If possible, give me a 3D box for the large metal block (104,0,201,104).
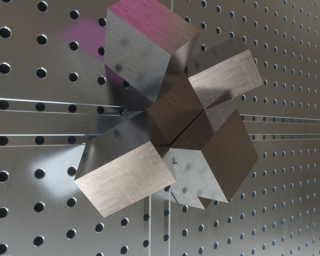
[{"bbox_3d":[-0.013,-0.087,0.341,0.080,0.080,0.050,39,59,10],"label":"large metal block"}]

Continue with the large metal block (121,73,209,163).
[{"bbox_3d":[0.011,-0.013,0.401,0.080,0.050,0.080,-46,117,-30],"label":"large metal block"}]

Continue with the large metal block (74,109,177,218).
[{"bbox_3d":[-0.034,0.033,0.324,0.080,0.080,0.050,-28,113,8],"label":"large metal block"}]

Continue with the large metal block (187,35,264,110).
[{"bbox_3d":[0.085,-0.078,0.422,0.050,0.080,0.080,59,17,-23],"label":"large metal block"}]

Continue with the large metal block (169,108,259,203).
[{"bbox_3d":[0.069,0.031,0.383,0.080,0.050,0.080,-45,118,-32],"label":"large metal block"}]

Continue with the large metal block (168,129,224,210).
[{"bbox_3d":[0.049,0.052,0.432,0.080,0.050,0.080,-45,116,-32],"label":"large metal block"}]
